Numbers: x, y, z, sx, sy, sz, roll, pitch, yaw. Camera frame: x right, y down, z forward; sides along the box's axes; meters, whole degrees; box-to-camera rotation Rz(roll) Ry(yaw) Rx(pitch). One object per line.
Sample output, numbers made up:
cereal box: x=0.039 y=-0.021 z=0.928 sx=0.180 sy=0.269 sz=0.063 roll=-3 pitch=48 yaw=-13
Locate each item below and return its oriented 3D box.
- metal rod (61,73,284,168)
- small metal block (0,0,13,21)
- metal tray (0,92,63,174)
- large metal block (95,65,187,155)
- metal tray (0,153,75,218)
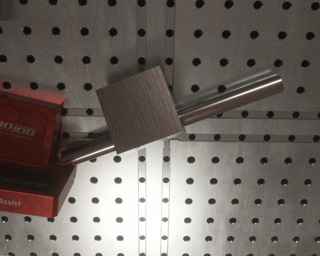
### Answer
metal rod: x=0.011 y=-0.007 z=0.410 sx=0.301 sy=0.025 sz=0.025 roll=-20 pitch=109 yaw=6
small metal block: x=-0.199 y=-0.154 z=0.354 sx=0.050 sy=0.025 sz=0.050 roll=12 pitch=110 yaw=-5
metal tray: x=-0.203 y=0.001 z=0.402 sx=0.131 sy=0.030 sz=0.089 roll=13 pitch=102 yaw=-6
large metal block: x=-0.021 y=-0.019 z=0.377 sx=0.080 sy=0.050 sz=0.080 roll=-20 pitch=84 yaw=7
metal tray: x=-0.186 y=0.069 z=0.401 sx=0.131 sy=0.090 sz=0.030 roll=9 pitch=110 yaw=-4
